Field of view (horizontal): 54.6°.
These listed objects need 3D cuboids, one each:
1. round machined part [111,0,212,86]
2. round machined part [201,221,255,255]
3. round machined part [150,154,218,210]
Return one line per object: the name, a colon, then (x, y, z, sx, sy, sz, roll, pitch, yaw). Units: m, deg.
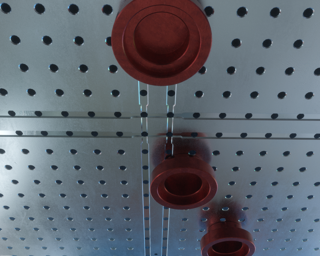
round machined part: (0.002, -0.095, 0.319, 0.099, 0.042, 0.097, 0, 130, 0)
round machined part: (0.124, 0.212, 0.582, 0.099, 0.042, 0.097, 0, 130, 0)
round machined part: (0.034, 0.077, 0.466, 0.099, 0.042, 0.097, 0, 130, 0)
